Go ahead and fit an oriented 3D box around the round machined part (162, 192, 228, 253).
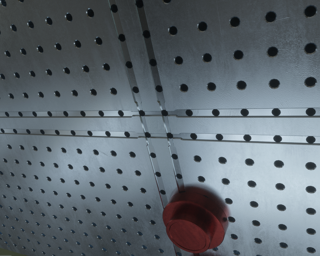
[{"bbox_3d":[0.048,0.148,0.465,0.098,0.042,0.097,13,124,20],"label":"round machined part"}]
